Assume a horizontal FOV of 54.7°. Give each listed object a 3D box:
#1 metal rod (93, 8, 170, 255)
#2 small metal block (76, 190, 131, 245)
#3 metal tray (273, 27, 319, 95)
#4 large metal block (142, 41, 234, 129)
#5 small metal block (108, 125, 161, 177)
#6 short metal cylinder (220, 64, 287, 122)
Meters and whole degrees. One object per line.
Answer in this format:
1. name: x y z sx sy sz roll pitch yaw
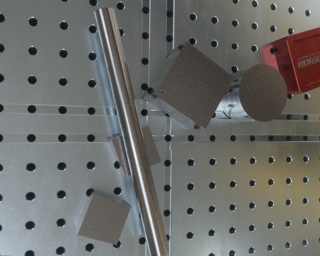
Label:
1. metal rod: -0.033 0.009 0.373 0.025 0.025 0.298 -14 94 -20
2. small metal block: -0.071 0.112 0.387 0.050 0.025 0.050 23 82 -19
3. metal tray: 0.254 -0.114 0.503 0.131 0.030 0.090 -19 97 -19
4. large metal block: 0.037 -0.053 0.413 0.080 0.050 0.080 33 79 -17
5. small metal block: -0.033 0.029 0.400 0.050 0.025 0.050 -22 98 -19
6. short metal cylinder: 0.134 -0.048 0.448 0.081 0.050 0.080 0 90 -20
